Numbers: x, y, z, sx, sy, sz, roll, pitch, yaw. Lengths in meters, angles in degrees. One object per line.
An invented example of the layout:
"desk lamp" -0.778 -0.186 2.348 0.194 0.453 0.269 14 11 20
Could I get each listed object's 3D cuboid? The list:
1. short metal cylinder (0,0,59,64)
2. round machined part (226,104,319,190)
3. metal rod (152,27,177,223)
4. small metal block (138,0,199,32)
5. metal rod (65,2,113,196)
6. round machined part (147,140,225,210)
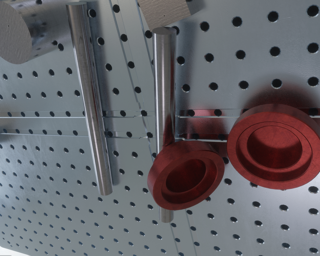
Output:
"short metal cylinder" -0.183 -0.131 0.411 0.080 0.050 0.079 13 124 21
"round machined part" 0.127 0.017 0.343 0.098 0.042 0.097 13 124 21
"metal rod" 0.007 0.020 0.405 0.025 0.025 0.298 14 129 20
"small metal block" 0.006 -0.136 0.324 0.050 0.025 0.050 -11 113 33
"metal rod" -0.096 -0.022 0.448 0.025 0.025 0.298 12 124 22
"round machined part" 0.029 0.055 0.396 0.042 0.099 0.097 -125 33 -49
